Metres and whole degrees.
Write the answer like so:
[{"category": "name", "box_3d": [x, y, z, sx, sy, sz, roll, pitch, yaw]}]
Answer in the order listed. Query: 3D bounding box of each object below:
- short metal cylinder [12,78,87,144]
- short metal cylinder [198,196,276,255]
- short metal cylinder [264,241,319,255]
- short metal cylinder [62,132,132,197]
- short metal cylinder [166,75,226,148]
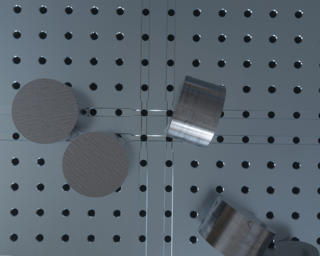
[{"category": "short metal cylinder", "box_3d": [-0.139, -0.021, 0.400, 0.081, 0.050, 0.079, 0, 90, 0]}, {"category": "short metal cylinder", "box_3d": [0.095, 0.128, 0.387, 0.080, 0.080, 0.050, 32, 90, 0]}, {"category": "short metal cylinder", "box_3d": [0.162, 0.183, 0.387, 0.080, 0.080, 0.050, -15, 90, 0]}, {"category": "short metal cylinder", "box_3d": [-0.078, 0.044, 0.400, 0.081, 0.050, 0.079, 0, 90, 0]}, {"category": "short metal cylinder", "box_3d": [0.044, -0.020, 0.386, 0.050, 0.080, 0.080, 18, 90, 0]}]
